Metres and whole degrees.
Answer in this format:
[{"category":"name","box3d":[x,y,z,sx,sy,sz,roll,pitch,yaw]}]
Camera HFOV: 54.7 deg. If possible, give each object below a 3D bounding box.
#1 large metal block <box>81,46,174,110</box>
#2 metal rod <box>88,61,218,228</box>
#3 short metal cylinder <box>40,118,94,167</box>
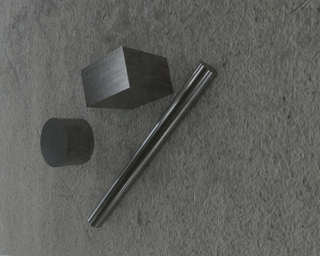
[{"category":"large metal block","box3d":[-0.042,-0.060,0.404,0.080,0.081,0.050,-18,79,38]},{"category":"metal rod","box3d":[-0.022,0.039,0.423,0.025,0.025,0.298,51,120,28]},{"category":"short metal cylinder","box3d":[-0.155,0.023,0.517,0.080,0.050,0.080,0,90,40]}]
